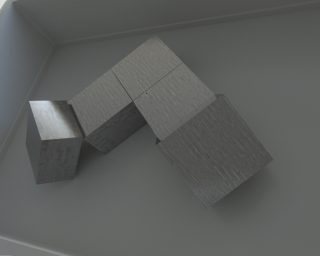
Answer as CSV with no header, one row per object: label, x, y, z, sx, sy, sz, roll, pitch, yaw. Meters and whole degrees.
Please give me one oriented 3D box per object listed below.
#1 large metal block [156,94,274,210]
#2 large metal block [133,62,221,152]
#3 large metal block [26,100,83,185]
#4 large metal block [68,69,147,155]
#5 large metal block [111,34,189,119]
large metal block,0.052,0.021,0.320,0.080,0.050,0.080,-38,95,3
large metal block,0.026,-0.021,0.387,0.080,0.050,0.080,-38,51,3
large metal block,-0.149,0.018,0.427,0.080,0.050,0.079,55,136,39
large metal block,-0.074,-0.024,0.441,0.080,0.050,0.080,-38,51,3
large metal block,-0.010,-0.073,0.437,0.080,0.050,0.080,-38,51,3
